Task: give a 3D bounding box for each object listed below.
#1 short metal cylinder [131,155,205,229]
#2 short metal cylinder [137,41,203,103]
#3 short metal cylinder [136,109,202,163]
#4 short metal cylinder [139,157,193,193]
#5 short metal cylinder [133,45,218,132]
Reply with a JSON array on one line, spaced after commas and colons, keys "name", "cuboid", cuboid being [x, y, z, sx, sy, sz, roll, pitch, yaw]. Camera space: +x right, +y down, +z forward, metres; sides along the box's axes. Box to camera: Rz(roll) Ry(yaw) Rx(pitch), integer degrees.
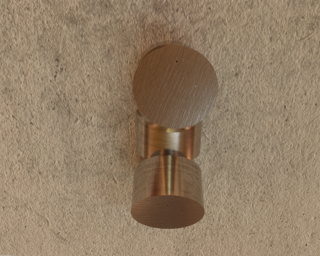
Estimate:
[{"name": "short metal cylinder", "cuboid": [0.009, 0.075, 0.355, 0.080, 0.050, 0.080, 1, 138, 1]}, {"name": "short metal cylinder", "cuboid": [0.012, -0.063, 0.375, 0.081, 0.050, 0.079, 0, 110, 0]}, {"name": "short metal cylinder", "cuboid": [0.011, 0.003, 0.383, 0.081, 0.080, 0.050, 1, 110, -1]}, {"name": "short metal cylinder", "cuboid": [0.009, 0.063, 0.421, 0.081, 0.050, 0.079, 0, 110, 0]}, {"name": "short metal cylinder", "cuboid": [0.014, -0.037, 0.315, 0.081, 0.050, 0.080, 0, 85, -1]}]
